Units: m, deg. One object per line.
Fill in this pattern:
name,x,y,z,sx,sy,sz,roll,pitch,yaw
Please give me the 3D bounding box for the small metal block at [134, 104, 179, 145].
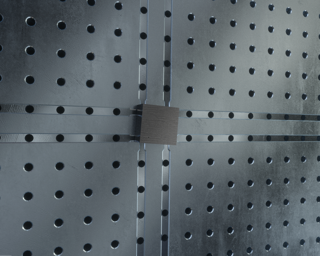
small metal block,-0.004,-0.004,0.412,0.050,0.025,0.050,5,88,-20
